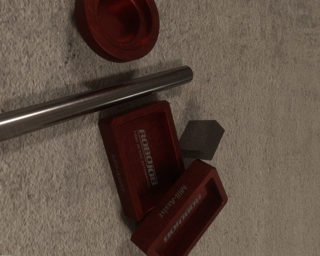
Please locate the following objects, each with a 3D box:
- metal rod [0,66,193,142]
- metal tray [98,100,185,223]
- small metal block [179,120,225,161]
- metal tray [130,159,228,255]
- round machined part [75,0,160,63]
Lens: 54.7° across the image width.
[{"bbox_3d":[-0.072,-0.030,0.345,0.302,0.025,0.025,-23,105,-38],"label":"metal rod"},{"bbox_3d":[-0.016,0.038,0.389,0.091,0.030,0.129,-23,105,-38],"label":"metal tray"},{"bbox_3d":[0.056,0.016,0.438,0.025,0.050,0.050,43,64,-32],"label":"small metal block"},{"bbox_3d":[0.031,0.115,0.398,0.130,0.030,0.090,-47,137,-19],"label":"metal tray"},{"bbox_3d":[-0.051,-0.123,0.352,0.099,0.042,0.097,0,90,-40],"label":"round machined part"}]
